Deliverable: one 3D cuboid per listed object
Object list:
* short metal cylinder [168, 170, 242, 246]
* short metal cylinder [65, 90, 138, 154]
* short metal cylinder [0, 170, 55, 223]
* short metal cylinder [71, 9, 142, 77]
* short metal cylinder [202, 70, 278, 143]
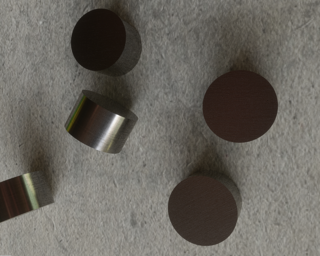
[{"bbox_3d":[0.056,0.094,0.376,0.080,0.050,0.079,0,90,19],"label":"short metal cylinder"},{"bbox_3d":[-0.076,-0.009,0.405,0.080,0.080,0.050,32,101,17],"label":"short metal cylinder"},{"bbox_3d":[-0.201,0.099,0.449,0.080,0.080,0.050,-23,83,18],"label":"short metal cylinder"},{"bbox_3d":[-0.071,-0.113,0.420,0.080,0.050,0.079,0,90,19],"label":"short metal cylinder"},{"bbox_3d":[0.095,-0.024,0.362,0.080,0.050,0.079,0,90,19],"label":"short metal cylinder"}]
